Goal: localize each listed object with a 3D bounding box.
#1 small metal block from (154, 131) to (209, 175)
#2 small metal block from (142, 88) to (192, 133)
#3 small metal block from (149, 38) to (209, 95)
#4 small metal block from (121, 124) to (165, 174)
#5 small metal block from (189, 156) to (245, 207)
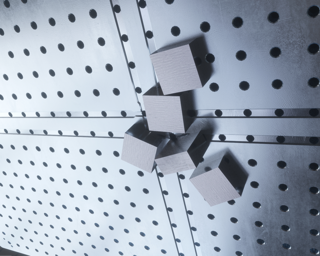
[{"bbox_3d":[0.029,0.032,0.400,0.050,0.050,0.025,-18,109,35],"label":"small metal block"},{"bbox_3d":[0.010,-0.023,0.393,0.050,0.025,0.050,4,121,26],"label":"small metal block"},{"bbox_3d":[0.023,-0.070,0.357,0.050,0.025,0.050,-8,115,31],"label":"small metal block"},{"bbox_3d":[-0.025,0.030,0.444,0.050,0.025,0.050,23,127,14],"label":"small metal block"},{"bbox_3d":[0.076,0.073,0.416,0.050,0.025,0.050,-31,101,38],"label":"small metal block"}]
